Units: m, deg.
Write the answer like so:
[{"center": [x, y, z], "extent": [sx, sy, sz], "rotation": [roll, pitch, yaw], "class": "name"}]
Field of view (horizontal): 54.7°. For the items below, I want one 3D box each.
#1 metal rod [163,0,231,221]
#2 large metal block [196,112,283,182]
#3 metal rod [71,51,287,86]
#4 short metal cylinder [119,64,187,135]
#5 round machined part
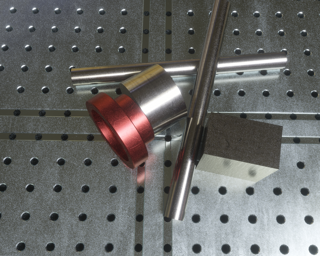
[{"center": [0.052, -0.033, 0.405], "extent": [0.025, 0.025, 0.299], "rotation": [13, 77, 4], "class": "metal rod"}, {"center": [0.091, 0.026, 0.374], "extent": [0.080, 0.080, 0.050], "rotation": [12, 71, 4], "class": "large metal block"}, {"center": [0.028, -0.085, 0.443], "extent": [0.302, 0.025, 0.025], "rotation": [-5, 70, -3], "class": "metal rod"}, {"center": [-0.009, -0.034, 0.395], "extent": [0.050, 0.080, 0.080], "rotation": [-32, 74, -11], "class": "short metal cylinder"}, {"center": [-0.043, -0.002, 0.374], "extent": [0.042, 0.098, 0.098], "rotation": [-36, 74, -17], "class": "round machined part"}]
